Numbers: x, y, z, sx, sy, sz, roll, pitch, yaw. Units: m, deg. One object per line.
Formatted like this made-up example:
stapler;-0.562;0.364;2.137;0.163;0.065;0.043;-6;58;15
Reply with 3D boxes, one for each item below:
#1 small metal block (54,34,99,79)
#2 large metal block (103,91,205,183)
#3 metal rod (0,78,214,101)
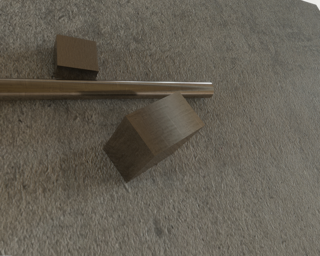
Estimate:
small metal block;-0.109;-0.089;0.400;0.050;0.025;0.050;4;60;-27
large metal block;-0.009;0.011;0.359;0.081;0.080;0.050;-29;78;-38
metal rod;-0.054;-0.050;0.406;0.303;0.025;0.025;-4;64;-30
